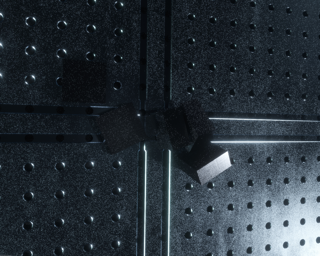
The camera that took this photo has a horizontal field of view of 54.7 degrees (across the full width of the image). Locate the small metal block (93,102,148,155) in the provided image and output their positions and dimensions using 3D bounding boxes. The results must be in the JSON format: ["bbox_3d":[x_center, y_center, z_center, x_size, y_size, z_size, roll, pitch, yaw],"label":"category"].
[{"bbox_3d":[-0.051,0.000,0.395,0.050,0.025,0.050,-26,99,-18],"label":"small metal block"}]

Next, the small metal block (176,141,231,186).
[{"bbox_3d":[0.059,0.044,0.419,0.050,0.050,0.025,-30,120,-18],"label":"small metal block"}]

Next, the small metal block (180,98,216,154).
[{"bbox_3d":[0.043,-0.002,0.407,0.025,0.050,0.050,-18,65,-19],"label":"small metal block"}]

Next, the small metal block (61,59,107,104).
[{"bbox_3d":[-0.093,-0.055,0.379,0.050,0.025,0.050,2,90,-21],"label":"small metal block"}]

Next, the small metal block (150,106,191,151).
[{"bbox_3d":[0.012,0.000,0.405,0.025,0.050,0.050,-17,96,-19],"label":"small metal block"}]
